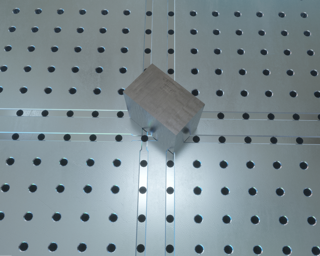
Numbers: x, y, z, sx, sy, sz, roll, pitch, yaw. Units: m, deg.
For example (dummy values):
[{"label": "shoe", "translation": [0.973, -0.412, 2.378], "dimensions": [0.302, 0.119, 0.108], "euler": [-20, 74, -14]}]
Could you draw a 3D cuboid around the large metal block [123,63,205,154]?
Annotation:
[{"label": "large metal block", "translation": [0.004, -0.021, 0.390], "dimensions": [0.080, 0.080, 0.050], "euler": [40, 75, 13]}]
